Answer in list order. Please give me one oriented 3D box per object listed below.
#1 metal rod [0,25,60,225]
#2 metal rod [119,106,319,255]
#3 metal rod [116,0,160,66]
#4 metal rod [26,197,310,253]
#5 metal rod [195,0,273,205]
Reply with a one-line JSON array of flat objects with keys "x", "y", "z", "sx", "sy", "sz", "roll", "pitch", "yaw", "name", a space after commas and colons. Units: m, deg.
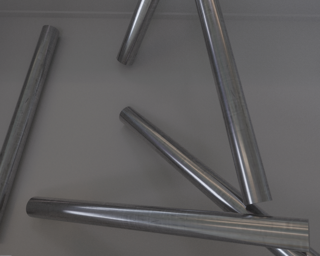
[{"x": -0.184, "y": -0.006, "z": 0.410, "sx": 0.025, "sy": 0.025, "sz": 0.299, "roll": 8, "pitch": 70, "yaw": 3, "name": "metal rod"}, {"x": 0.049, "y": 0.055, "z": 0.325, "sx": 0.025, "sy": 0.025, "sz": 0.300, "roll": -41, "pitch": 51, "yaw": -13, "name": "metal rod"}, {"x": 0.009, "y": -0.205, "z": 0.364, "sx": 0.025, "sy": 0.298, "sz": 0.025, "roll": 19, "pitch": 36, "yaw": -14, "name": "metal rod"}, {"x": -0.018, "y": 0.089, "z": 0.308, "sx": 0.300, "sy": 0.025, "sz": 0.025, "roll": -3, "pitch": 68, "yaw": 27, "name": "metal rod"}, {"x": 0.063, "y": -0.074, "z": 0.320, "sx": 0.025, "sy": 0.025, "sz": 0.299, "roll": -9, "pitch": 73, "yaw": -3, "name": "metal rod"}]
